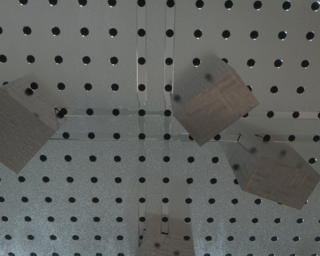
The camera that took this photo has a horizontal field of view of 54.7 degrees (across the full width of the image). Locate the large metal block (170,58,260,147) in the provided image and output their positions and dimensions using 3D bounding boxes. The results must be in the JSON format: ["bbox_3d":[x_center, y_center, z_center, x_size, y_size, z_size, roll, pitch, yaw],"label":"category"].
[{"bbox_3d":[0.061,-0.034,0.372,0.080,0.080,0.050,-37,106,12],"label":"large metal block"}]

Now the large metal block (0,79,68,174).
[{"bbox_3d":[-0.182,-0.003,0.397,0.080,0.050,0.080,42,104,-14],"label":"large metal block"}]

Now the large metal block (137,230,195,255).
[{"bbox_3d":[0.004,0.214,0.479,0.081,0.050,0.079,13,110,-5],"label":"large metal block"}]

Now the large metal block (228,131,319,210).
[{"bbox_3d":[0.144,0.052,0.406,0.080,0.080,0.050,20,109,-8],"label":"large metal block"}]
